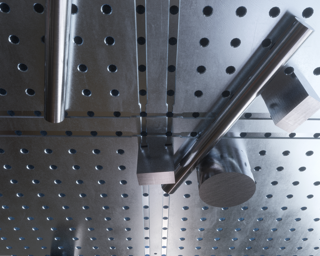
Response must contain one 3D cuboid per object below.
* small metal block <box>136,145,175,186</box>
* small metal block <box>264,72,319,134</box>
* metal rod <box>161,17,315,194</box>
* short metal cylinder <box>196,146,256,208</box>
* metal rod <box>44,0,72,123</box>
[{"bbox_3d":[-0.005,0.053,0.440,0.050,0.050,0.025,-4,130,3],"label":"small metal block"},{"bbox_3d":[0.158,-0.030,0.371,0.025,0.050,0.050,26,126,-20],"label":"small metal block"},{"bbox_3d":[0.082,-0.007,0.406,0.025,0.025,0.298,21,127,-18],"label":"metal rod"},{"bbox_3d":[0.095,0.073,0.458,0.081,0.050,0.079,0,130,0],"label":"short metal cylinder"},{"bbox_3d":[-0.099,-0.125,0.304,0.025,0.025,0.298,11,129,-9],"label":"metal rod"}]
